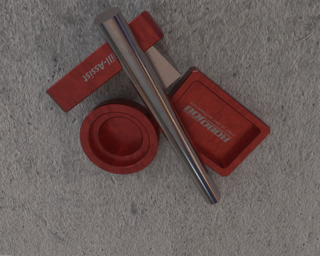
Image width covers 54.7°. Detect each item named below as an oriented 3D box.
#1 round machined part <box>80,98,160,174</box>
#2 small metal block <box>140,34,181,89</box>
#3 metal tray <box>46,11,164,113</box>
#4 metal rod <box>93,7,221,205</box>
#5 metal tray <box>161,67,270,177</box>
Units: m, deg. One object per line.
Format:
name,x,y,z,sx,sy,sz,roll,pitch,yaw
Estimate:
round machined part,-0.049,0.008,0.400,0.099,0.042,0.097,2,113,5
small metal block,-0.005,-0.080,0.363,0.025,0.050,0.050,-40,120,16
metal tray,-0.057,-0.077,0.346,0.130,0.090,0.030,-35,107,12
metal rod,0.016,0.003,0.355,0.025,0.025,0.299,-25,130,8
metal tray,0.065,-0.006,0.407,0.130,0.030,0.090,36,106,-13
